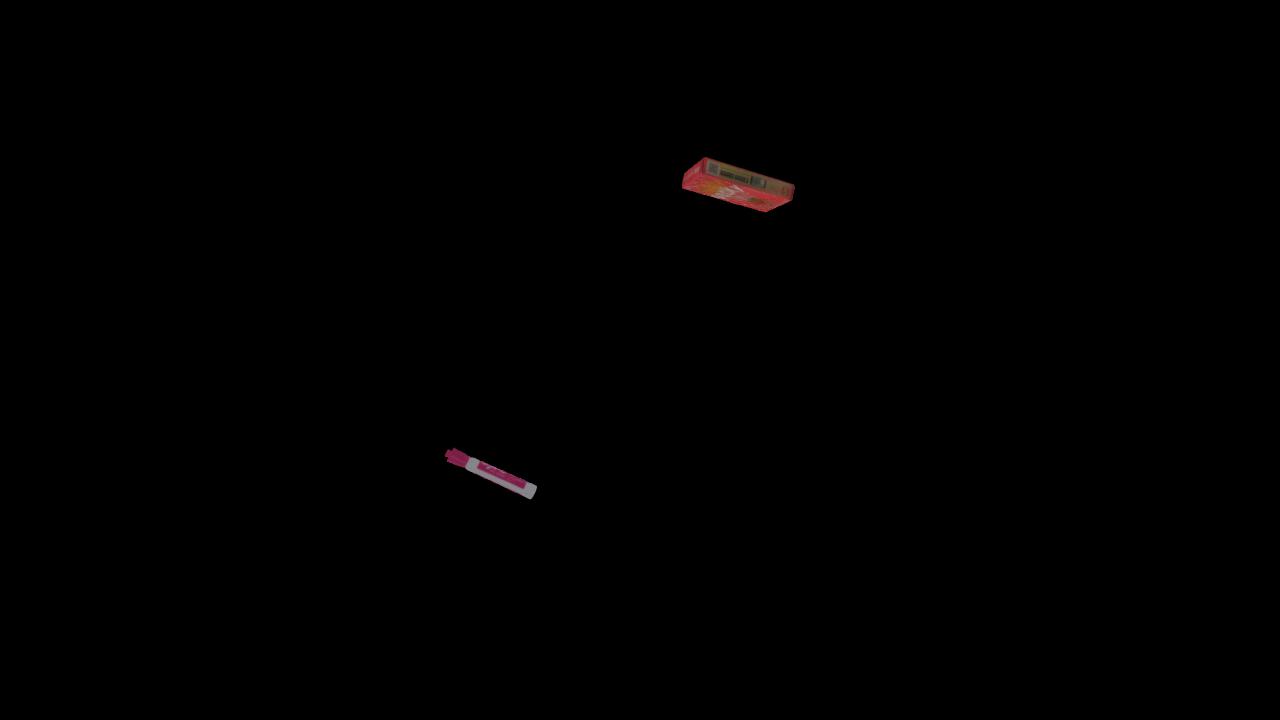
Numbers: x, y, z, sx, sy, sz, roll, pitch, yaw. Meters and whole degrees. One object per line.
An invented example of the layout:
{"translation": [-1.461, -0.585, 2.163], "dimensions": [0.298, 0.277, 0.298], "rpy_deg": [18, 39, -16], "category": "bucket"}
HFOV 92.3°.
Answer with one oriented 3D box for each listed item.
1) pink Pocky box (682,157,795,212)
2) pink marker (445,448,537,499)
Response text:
{"translation": [0.150, -0.269, 0.952], "dimensions": [0.155, 0.029, 0.084], "rpy_deg": [11, -3, -17], "category": "pink Pocky box"}
{"translation": [-0.187, 0.142, 0.772], "dimensions": [0.121, 0.020, 0.020], "rpy_deg": [28, -6, -12], "category": "pink marker"}
